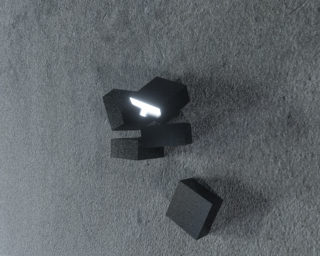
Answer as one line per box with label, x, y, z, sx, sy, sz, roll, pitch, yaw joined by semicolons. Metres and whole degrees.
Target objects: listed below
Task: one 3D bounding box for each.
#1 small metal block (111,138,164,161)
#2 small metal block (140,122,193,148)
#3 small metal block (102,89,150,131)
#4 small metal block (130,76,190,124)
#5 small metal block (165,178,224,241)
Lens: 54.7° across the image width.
small metal block;-0.030;0.027;0.414;0.050;0.050;0.025;1;91;40
small metal block;0.009;0.009;0.370;0.050;0.050;0.025;-5;88;14
small metal block;-0.046;-0.024;0.427;0.025;0.050;0.050;-29;72;36
small metal block;0.000;-0.036;0.385;0.050;0.050;0.025;24;144;37
small metal block;0.040;0.096;0.372;0.050;0.025;0.050;32;110;35
